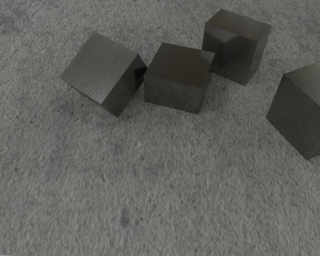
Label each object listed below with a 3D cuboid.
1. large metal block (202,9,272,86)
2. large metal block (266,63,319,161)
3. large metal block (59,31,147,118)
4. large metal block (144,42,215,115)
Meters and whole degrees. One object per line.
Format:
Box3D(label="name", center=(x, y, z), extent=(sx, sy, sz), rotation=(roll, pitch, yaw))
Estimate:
Box3D(label="large metal block", center=(0.112, -0.123, 0.472), extent=(0.080, 0.080, 0.050), rotation=(28, 55, 21))
Box3D(label="large metal block", center=(0.189, -0.020, 0.387), extent=(0.050, 0.080, 0.080), rotation=(-21, 53, -17))
Box3D(label="large metal block", center=(-0.075, -0.074, 0.428), extent=(0.080, 0.050, 0.080), rotation=(32, 83, 24))
Box3D(label="large metal block", center=(0.029, -0.074, 0.449), extent=(0.080, 0.050, 0.080), rotation=(15, 51, 11))
